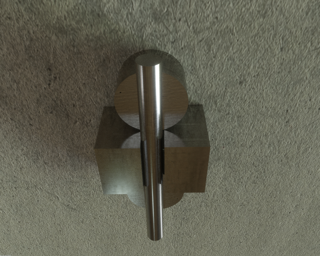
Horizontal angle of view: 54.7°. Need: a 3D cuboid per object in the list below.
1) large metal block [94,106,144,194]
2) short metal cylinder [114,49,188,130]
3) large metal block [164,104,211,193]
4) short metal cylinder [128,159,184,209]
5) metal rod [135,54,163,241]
[{"bbox_3d":[-0.046,0.027,0.395,0.050,0.080,0.079,-1,130,0],"label":"large metal block"},{"bbox_3d":[-0.009,-0.043,0.356,0.081,0.050,0.079,0,130,0],"label":"short metal cylinder"},{"bbox_3d":[0.031,0.025,0.394,0.050,0.080,0.079,-1,130,0],"label":"large metal block"},{"bbox_3d":[-0.006,0.075,0.457,0.081,0.050,0.079,0,130,0],"label":"short metal cylinder"},{"bbox_3d":[-0.009,0.050,0.385,0.025,0.025,0.298,-1,130,0],"label":"metal rod"}]
